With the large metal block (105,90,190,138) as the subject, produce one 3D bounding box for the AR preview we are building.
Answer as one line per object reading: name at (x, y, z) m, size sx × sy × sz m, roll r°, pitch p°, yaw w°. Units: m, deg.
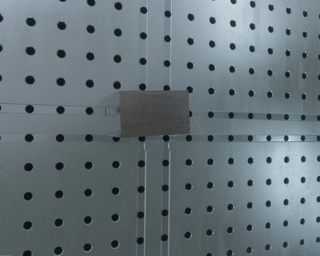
large metal block at (-0.018, -0.017, 0.378) m, size 0.081 × 0.080 × 0.050 m, roll -3°, pitch 91°, yaw -20°
